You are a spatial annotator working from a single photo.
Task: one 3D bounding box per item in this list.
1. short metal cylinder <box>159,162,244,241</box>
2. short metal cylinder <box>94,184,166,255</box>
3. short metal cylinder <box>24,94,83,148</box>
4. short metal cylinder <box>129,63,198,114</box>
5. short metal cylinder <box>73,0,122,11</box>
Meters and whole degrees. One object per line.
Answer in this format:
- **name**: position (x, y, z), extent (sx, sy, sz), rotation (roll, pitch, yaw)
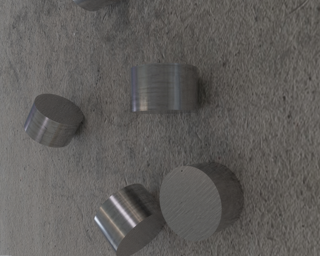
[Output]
- **short metal cylinder**: position (0.046, 0.080, 0.350), extent (0.080, 0.050, 0.080), rotation (0, 90, 40)
- **short metal cylinder**: position (-0.036, 0.119, 0.399), extent (0.050, 0.081, 0.080), rotation (43, 116, 31)
- **short metal cylinder**: position (-0.176, -0.013, 0.515), extent (0.080, 0.081, 0.050), rotation (49, 119, 29)
- **short metal cylinder**: position (0.005, -0.044, 0.365), extent (0.080, 0.081, 0.050), rotation (-1, 89, 40)
- **short metal cylinder**: position (-0.091, -0.215, 0.444), extent (0.050, 0.081, 0.080), rotation (-2, 89, 40)
